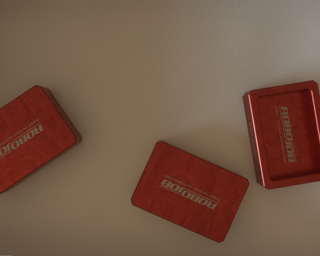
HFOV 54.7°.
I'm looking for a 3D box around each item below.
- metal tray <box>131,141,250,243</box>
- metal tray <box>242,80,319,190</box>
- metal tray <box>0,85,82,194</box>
[{"bbox_3d":[0.039,0.082,0.410,0.131,0.030,0.090,24,90,-1],"label":"metal tray"},{"bbox_3d":[0.168,0.009,0.411,0.091,0.030,0.129,-10,90,-1],"label":"metal tray"},{"bbox_3d":[-0.183,0.016,0.407,0.130,0.030,0.090,-34,90,-1],"label":"metal tray"}]
